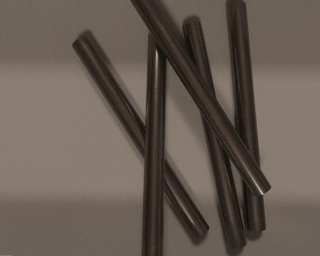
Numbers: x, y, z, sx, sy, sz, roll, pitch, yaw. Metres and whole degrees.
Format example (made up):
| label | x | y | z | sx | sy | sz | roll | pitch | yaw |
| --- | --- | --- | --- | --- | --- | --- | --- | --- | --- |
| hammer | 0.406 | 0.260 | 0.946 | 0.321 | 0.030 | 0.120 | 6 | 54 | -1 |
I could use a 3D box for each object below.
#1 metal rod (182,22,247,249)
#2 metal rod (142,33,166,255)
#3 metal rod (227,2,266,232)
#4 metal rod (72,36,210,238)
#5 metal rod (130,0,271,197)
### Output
| label | x | y | z | sx | sy | sz | roll | pitch | yaw |
| --- | --- | --- | --- | --- | --- | --- | --- | --- | --- |
| metal rod | 0.073 | 0.009 | 0.412 | 0.025 | 0.025 | 0.298 | -12 | 90 | 0 |
| metal rod | -0.006 | 0.024 | 0.386 | 0.025 | 0.025 | 0.298 | 1 | 80 | -1 |
| metal rod | 0.115 | -0.015 | 0.412 | 0.025 | 0.025 | 0.298 | -5 | 90 | -1 |
| metal rod | -0.025 | 0.012 | 0.411 | 0.025 | 0.025 | 0.299 | -32 | 90 | 0 |
| metal rod | 0.048 | -0.048 | 0.386 | 0.025 | 0.025 | 0.299 | -32 | 90 | 0 |
